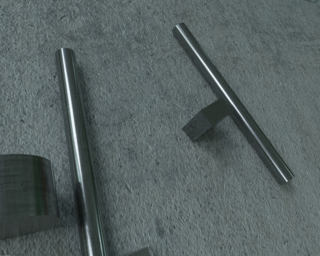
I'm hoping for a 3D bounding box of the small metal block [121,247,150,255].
[{"bbox_3d":[-0.026,0.143,0.284,0.050,0.025,0.050,16,52,-63],"label":"small metal block"}]

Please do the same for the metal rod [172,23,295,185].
[{"bbox_3d":[0.110,-0.046,0.490,0.025,0.025,0.299,-23,74,-36],"label":"metal rod"}]

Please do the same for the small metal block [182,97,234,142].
[{"bbox_3d":[0.066,-0.011,0.430,0.050,0.050,0.025,-31,79,-38],"label":"small metal block"}]

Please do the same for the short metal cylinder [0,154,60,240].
[{"bbox_3d":[-0.130,0.061,0.261,0.081,0.080,0.050,-2,63,-29],"label":"short metal cylinder"}]

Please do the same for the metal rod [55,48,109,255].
[{"bbox_3d":[-0.085,0.038,0.334,0.025,0.025,0.299,-1,62,-29],"label":"metal rod"}]
